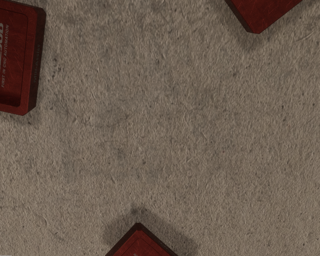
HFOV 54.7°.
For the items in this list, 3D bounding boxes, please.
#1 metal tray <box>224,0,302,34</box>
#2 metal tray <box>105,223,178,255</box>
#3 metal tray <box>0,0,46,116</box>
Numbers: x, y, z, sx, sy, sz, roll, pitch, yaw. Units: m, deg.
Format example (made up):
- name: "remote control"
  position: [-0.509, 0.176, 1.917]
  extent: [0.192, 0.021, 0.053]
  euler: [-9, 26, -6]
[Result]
- name: "metal tray"
  position: [0.132, -0.180, 0.343]
  extent: [0.130, 0.030, 0.090]
  euler: [-38, 106, 12]
- name: "metal tray"
  position: [-0.016, 0.219, 0.466]
  extent: [0.130, 0.030, 0.090]
  euler: [44, 87, -8]
- name: "metal tray"
  position: [-0.194, -0.087, 0.372]
  extent: [0.091, 0.030, 0.129]
  euler: [13, 110, -5]
